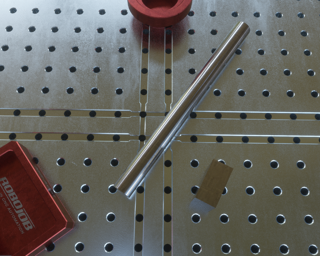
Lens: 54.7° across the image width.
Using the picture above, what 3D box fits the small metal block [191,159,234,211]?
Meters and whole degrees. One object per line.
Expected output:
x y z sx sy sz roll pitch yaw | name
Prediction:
0.062 0.070 0.374 0.025 0.050 0.050 26 72 9 | small metal block

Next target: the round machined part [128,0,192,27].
0.000 -0.194 0.474 0.099 0.042 0.098 0 70 -1 | round machined part

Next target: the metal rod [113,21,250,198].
0.039 -0.036 0.425 0.025 0.025 0.300 34 73 11 | metal rod

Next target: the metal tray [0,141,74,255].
-0.178 0.092 0.373 0.090 0.030 0.130 -35 74 -12 | metal tray
